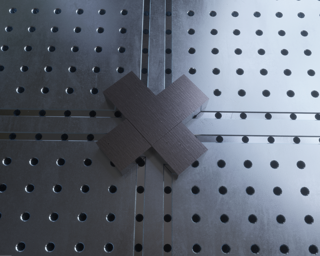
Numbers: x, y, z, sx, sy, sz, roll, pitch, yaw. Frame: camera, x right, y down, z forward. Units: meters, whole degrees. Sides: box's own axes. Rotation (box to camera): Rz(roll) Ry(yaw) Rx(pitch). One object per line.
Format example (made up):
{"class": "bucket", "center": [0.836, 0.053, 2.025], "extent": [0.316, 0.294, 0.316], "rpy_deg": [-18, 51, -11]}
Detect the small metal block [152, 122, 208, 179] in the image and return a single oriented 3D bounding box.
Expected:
{"class": "small metal block", "center": [0.025, 0.029, 0.401], "extent": [0.050, 0.025, 0.050], "rpy_deg": [-39, 75, -13]}

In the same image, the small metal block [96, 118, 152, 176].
{"class": "small metal block", "center": [-0.046, 0.025, 0.402], "extent": [0.050, 0.025, 0.050], "rpy_deg": [-39, 75, -13]}

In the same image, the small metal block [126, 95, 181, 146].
{"class": "small metal block", "center": [-0.008, -0.007, 0.413], "extent": [0.050, 0.025, 0.050], "rpy_deg": [-39, 75, -13]}

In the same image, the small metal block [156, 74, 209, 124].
{"class": "small metal block", "center": [0.030, -0.037, 0.425], "extent": [0.050, 0.025, 0.050], "rpy_deg": [-39, 75, -13]}

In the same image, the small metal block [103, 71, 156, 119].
{"class": "small metal block", "center": [-0.041, -0.042, 0.426], "extent": [0.050, 0.025, 0.050], "rpy_deg": [-39, 75, -13]}
